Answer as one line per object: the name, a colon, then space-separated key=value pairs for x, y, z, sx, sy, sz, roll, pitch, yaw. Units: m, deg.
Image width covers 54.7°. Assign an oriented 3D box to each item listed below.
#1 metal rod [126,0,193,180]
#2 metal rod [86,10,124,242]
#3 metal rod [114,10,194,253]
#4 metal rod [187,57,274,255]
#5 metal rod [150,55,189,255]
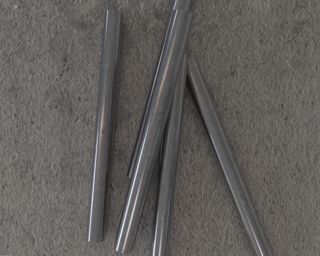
metal rod: x=0.006 y=-0.079 z=0.409 sx=0.025 sy=0.025 sz=0.298 roll=15 pitch=90 yaw=0
metal rod: x=-0.072 y=-0.002 z=0.409 sx=0.025 sy=0.025 sz=0.298 roll=5 pitch=90 yaw=0
metal rod: x=-0.010 y=0.011 z=0.377 sx=0.025 sy=0.025 sz=0.298 roll=15 pitch=98 yaw=0
metal rod: x=0.090 y=0.050 z=0.410 sx=0.025 sy=0.025 sz=0.299 roll=-22 pitch=90 yaw=0
metal rod: x=0.009 y=0.057 z=0.399 sx=0.025 sy=0.025 sz=0.298 roll=5 pitch=94 yaw=0
